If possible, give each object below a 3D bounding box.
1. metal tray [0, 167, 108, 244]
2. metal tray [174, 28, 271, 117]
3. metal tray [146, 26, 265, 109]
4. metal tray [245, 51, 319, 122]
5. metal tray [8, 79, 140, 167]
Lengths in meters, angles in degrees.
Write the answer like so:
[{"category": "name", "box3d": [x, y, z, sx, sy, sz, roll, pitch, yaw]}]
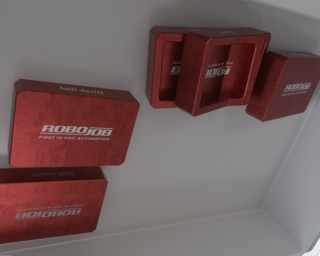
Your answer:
[{"category": "metal tray", "box3d": [-0.139, 0.094, 0.388, 0.131, 0.030, 0.089, 3, 117, -30]}, {"category": "metal tray", "box3d": [0.079, -0.072, 0.378, 0.131, 0.030, 0.089, -18, 128, -40]}, {"category": "metal tray", "box3d": [0.052, -0.072, 0.373, 0.131, 0.030, 0.089, -3, 120, -15]}, {"category": "metal tray", "box3d": [0.185, -0.062, 0.447, 0.131, 0.030, 0.089, -10, 124, -41]}, {"category": "metal tray", "box3d": [-0.096, -0.001, 0.352, 0.131, 0.030, 0.089, 3, 117, -30]}]
